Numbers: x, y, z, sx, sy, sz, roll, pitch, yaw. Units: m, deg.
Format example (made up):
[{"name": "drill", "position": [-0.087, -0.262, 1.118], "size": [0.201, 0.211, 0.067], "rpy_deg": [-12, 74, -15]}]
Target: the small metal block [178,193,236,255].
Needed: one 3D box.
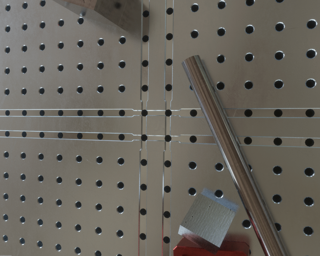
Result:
[{"name": "small metal block", "position": [0.057, 0.116, 0.377], "size": [0.050, 0.050, 0.025], "rpy_deg": [26, 142, 18]}]

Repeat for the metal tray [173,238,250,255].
[{"name": "metal tray", "position": [0.066, 0.210, 0.386], "size": [0.090, 0.030, 0.129], "rpy_deg": [-3, 89, 19]}]

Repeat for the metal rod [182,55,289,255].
[{"name": "metal rod", "position": [0.096, 0.049, 0.378], "size": [0.025, 0.025, 0.299], "rpy_deg": [-25, 82, 18]}]

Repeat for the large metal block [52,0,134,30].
[{"name": "large metal block", "position": [-0.092, -0.178, 0.414], "size": [0.080, 0.080, 0.050], "rpy_deg": [23, 98, 18]}]
